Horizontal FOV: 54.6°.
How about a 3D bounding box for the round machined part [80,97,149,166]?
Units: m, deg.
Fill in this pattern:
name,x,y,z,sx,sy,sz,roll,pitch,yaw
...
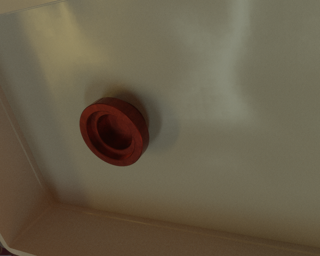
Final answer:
name,x,y,z,sx,sy,sz,roll,pitch,yaw
round machined part,-0.058,0.001,0.430,0.098,0.042,0.097,13,124,21
